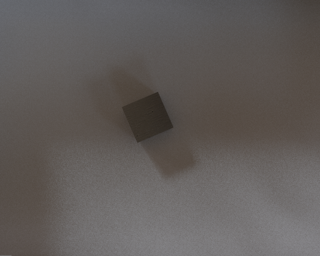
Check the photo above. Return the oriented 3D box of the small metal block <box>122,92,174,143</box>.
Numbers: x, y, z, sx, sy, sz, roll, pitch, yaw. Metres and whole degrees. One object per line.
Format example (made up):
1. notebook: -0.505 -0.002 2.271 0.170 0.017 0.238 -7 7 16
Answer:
1. small metal block: -0.016 -0.014 0.408 0.050 0.025 0.050 -23 90 -1
